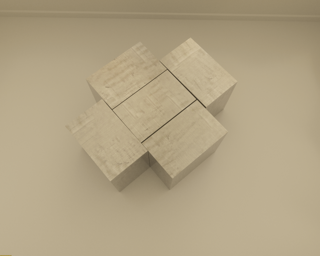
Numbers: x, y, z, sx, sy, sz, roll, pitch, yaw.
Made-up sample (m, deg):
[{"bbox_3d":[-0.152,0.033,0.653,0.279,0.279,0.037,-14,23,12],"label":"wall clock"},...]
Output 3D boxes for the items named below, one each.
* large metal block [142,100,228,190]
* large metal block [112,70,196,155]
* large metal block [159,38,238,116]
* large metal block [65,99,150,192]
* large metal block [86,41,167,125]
[{"bbox_3d":[0.027,0.024,0.372,0.080,0.080,0.050,-38,75,-13],"label":"large metal block"},{"bbox_3d":[-0.006,-0.013,0.384,0.080,0.080,0.050,-38,75,-13],"label":"large metal block"},{"bbox_3d":[0.044,-0.054,0.400,0.050,0.080,0.080,-39,75,-13],"label":"large metal block"},{"bbox_3d":[-0.058,0.024,0.370,0.050,0.080,0.080,-39,75,-13],"label":"large metal block"},{"bbox_3d":[-0.039,-0.049,0.397,0.080,0.080,0.050,-38,75,-13],"label":"large metal block"}]
